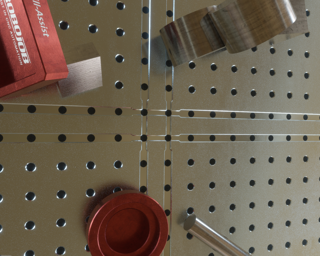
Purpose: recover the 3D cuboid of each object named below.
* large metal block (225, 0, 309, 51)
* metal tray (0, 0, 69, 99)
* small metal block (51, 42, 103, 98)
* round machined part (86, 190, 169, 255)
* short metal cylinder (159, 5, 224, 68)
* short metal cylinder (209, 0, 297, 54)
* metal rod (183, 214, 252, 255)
[{"bbox_3d":[0.144,-0.146,0.436,0.081,0.080,0.050,-10,94,-20],"label":"large metal block"},{"bbox_3d":[-0.154,-0.103,0.321,0.030,0.090,0.129,-25,101,-58],"label":"metal tray"},{"bbox_3d":[-0.097,-0.067,0.361,0.050,0.050,0.025,-20,61,-19],"label":"small metal block"},{"bbox_3d":[-0.042,0.126,0.388,0.099,0.042,0.097,0,90,-20],"label":"round machined part"},{"bbox_3d":[0.046,-0.116,0.400,0.081,0.080,0.050,-25,99,-18],"label":"short metal cylinder"},{"bbox_3d":[0.101,-0.126,0.343,0.080,0.080,0.050,-38,108,-16],"label":"short metal cylinder"},{"bbox_3d":[0.154,0.220,0.469,0.301,0.025,0.025,38,78,-16],"label":"metal rod"}]
